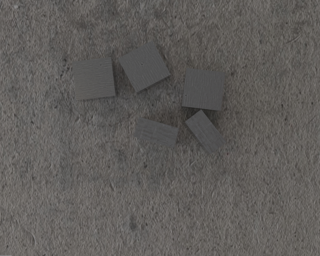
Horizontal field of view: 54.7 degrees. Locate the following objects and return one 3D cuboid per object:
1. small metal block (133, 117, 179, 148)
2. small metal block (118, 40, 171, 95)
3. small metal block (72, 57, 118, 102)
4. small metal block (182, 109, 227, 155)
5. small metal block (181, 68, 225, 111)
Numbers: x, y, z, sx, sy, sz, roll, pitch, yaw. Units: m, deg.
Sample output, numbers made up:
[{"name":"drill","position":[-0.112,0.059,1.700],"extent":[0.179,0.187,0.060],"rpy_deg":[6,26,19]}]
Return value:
[{"name":"small metal block","position":[-0.004,0.005,0.397],"extent":[0.050,0.050,0.025],"rpy_deg":[16,90,0]},{"name":"small metal block","position":[-0.020,-0.079,0.410],"extent":[0.050,0.025,0.050],"rpy_deg":[-28,90,0]},{"name":"small metal block","position":[-0.085,-0.063,0.409],"extent":[0.050,0.025,0.050],"rpy_deg":[-7,90,0]},{"name":"small metal block","position":[0.055,0.005,0.398],"extent":[0.025,0.050,0.050],"rpy_deg":[-38,90,0]},{"name":"small metal block","position":[0.056,-0.050,0.410],"extent":[0.050,0.025,0.050],"rpy_deg":[7,90,0]}]
